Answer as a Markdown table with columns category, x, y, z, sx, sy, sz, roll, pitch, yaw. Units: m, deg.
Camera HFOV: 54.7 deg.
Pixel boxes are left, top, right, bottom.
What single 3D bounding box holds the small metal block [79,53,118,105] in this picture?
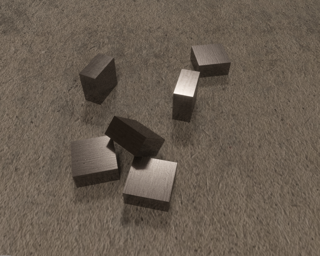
| category | x | y | z | sx | sy | sz | roll | pitch | yaw |
| --- | --- | --- | --- | --- | --- | --- | --- | --- | --- |
| small metal block | -0.087 | -0.070 | 0.445 | 0.025 | 0.050 | 0.050 | 19 | 53 | 15 |

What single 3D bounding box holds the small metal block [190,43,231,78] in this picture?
| category | x | y | z | sx | sy | sz | roll | pitch | yaw |
| --- | --- | --- | --- | --- | --- | --- | --- | --- | --- |
| small metal block | 0.080 | -0.108 | 0.495 | 0.050 | 0.025 | 0.050 | -7 | 50 | -7 |

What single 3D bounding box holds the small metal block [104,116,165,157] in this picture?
| category | x | y | z | sx | sy | sz | roll | pitch | yaw |
| --- | --- | --- | --- | --- | --- | --- | --- | --- | --- |
| small metal block | -0.029 | 0.011 | 0.375 | 0.050 | 0.050 | 0.025 | 33 | 100 | 24 |

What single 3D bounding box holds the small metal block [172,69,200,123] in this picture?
| category | x | y | z | sx | sy | sz | roll | pitch | yaw |
| --- | --- | --- | --- | --- | --- | --- | --- | --- | --- |
| small metal block | 0.036 | -0.044 | 0.425 | 0.025 | 0.050 | 0.050 | 12 | 51 | 9 |

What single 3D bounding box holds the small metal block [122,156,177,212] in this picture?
| category | x | y | z | sx | sy | sz | roll | pitch | yaw |
| --- | --- | --- | --- | --- | --- | --- | --- | --- | --- |
| small metal block | -0.010 | 0.062 | 0.351 | 0.050 | 0.025 | 0.050 | 9 | 51 | 7 |

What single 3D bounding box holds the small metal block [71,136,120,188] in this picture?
| category | x | y | z | sx | sy | sz | roll | pitch | yaw |
| --- | --- | --- | --- | --- | --- | --- | --- | --- | --- |
| small metal block | -0.078 | 0.039 | 0.370 | 0.050 | 0.025 | 0.050 | -10 | 51 | -9 |
